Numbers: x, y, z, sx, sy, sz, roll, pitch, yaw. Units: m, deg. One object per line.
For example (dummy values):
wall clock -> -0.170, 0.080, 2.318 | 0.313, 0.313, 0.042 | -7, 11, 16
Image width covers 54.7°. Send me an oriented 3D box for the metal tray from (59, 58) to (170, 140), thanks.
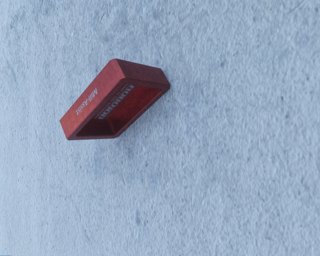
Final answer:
metal tray -> -0.060, -0.031, 0.409 | 0.129, 0.091, 0.030 | -41, 66, 32
